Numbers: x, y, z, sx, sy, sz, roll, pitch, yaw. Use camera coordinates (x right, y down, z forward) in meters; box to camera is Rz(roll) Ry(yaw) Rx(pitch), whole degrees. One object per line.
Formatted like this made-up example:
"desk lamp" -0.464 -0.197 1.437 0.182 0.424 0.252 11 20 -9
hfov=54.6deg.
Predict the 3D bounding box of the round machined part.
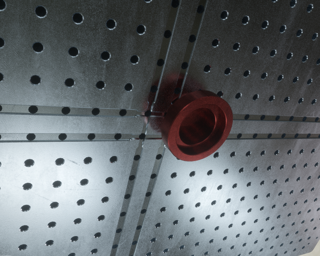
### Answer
"round machined part" 0.046 -0.007 0.420 0.099 0.042 0.097 -14 124 -21
